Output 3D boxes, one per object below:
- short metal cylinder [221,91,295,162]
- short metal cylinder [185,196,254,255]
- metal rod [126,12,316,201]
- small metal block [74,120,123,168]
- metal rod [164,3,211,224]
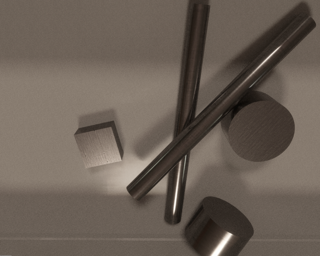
[{"bbox_3d":[0.123,-0.003,0.399,0.081,0.050,0.079,0,110,-1],"label":"short metal cylinder"},{"bbox_3d":[0.083,0.142,0.436,0.080,0.080,0.050,25,108,-9],"label":"short metal cylinder"},{"bbox_3d":[0.070,-0.022,0.383,0.025,0.025,0.300,43,96,-14],"label":"metal rod"},{"bbox_3d":[-0.081,0.022,0.418,0.050,0.025,0.050,-12,110,4],"label":"small metal block"},{"bbox_3d":[0.032,-0.004,0.410,0.025,0.025,0.298,5,110,-2],"label":"metal rod"}]
